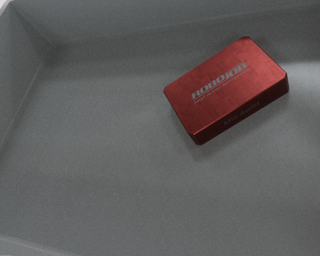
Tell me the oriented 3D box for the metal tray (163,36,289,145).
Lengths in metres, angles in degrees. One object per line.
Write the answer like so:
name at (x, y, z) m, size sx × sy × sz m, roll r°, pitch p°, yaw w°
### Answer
metal tray at (0.079, -0.049, 0.390) m, size 0.130 × 0.030 × 0.090 m, roll -32°, pitch 52°, yaw 6°
